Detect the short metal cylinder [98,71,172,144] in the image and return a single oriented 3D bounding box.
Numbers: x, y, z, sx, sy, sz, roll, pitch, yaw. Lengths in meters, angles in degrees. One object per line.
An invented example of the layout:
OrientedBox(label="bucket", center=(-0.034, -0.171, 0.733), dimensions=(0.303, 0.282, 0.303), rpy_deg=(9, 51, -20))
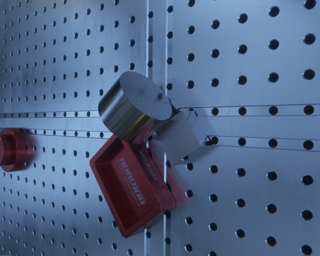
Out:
OrientedBox(label="short metal cylinder", center=(-0.032, -0.027, 0.400), dimensions=(0.050, 0.081, 0.080), rpy_deg=(-44, 64, 31))

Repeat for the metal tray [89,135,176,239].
OrientedBox(label="metal tray", center=(-0.044, 0.077, 0.442), dimensions=(0.090, 0.030, 0.130), rpy_deg=(-45, 63, 30))

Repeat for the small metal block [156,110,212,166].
OrientedBox(label="small metal block", center=(0.028, 0.013, 0.386), dimensions=(0.050, 0.025, 0.050), rpy_deg=(-39, 67, 33))

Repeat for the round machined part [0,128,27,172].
OrientedBox(label="round machined part", center=(-0.336, 0.048, 0.676), dimensions=(0.098, 0.042, 0.097), rpy_deg=(0, 90, 40))
